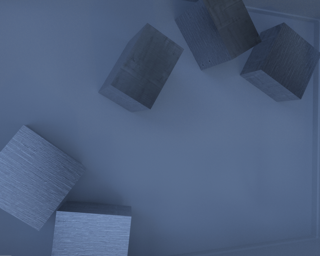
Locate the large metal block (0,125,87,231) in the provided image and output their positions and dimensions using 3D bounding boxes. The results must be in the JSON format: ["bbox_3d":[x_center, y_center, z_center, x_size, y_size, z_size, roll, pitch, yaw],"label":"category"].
[{"bbox_3d":[-0.142,0.052,0.345,0.080,0.050,0.080,39,77,-16],"label":"large metal block"}]

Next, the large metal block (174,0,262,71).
[{"bbox_3d":[0.074,-0.129,0.410,0.050,0.080,0.080,-33,101,-17],"label":"large metal block"}]

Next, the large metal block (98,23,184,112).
[{"bbox_3d":[-0.026,-0.067,0.372,0.050,0.080,0.080,32,80,-18],"label":"large metal block"}]

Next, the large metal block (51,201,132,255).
[{"bbox_3d":[-0.078,0.133,0.359,0.081,0.050,0.080,6,88,-6],"label":"large metal block"}]

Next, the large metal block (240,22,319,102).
[{"bbox_3d":[0.181,-0.095,0.466,0.080,0.050,0.080,31,80,-18],"label":"large metal block"}]
